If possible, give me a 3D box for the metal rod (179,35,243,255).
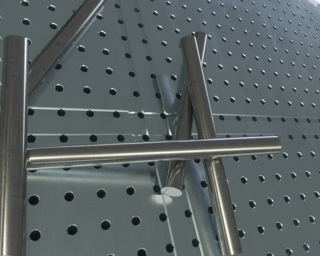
[{"bbox_3d":[0.063,0.009,0.414,0.025,0.025,0.299,2,68,-28],"label":"metal rod"}]

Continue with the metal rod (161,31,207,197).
[{"bbox_3d":[0.042,-0.042,0.458,0.025,0.025,0.300,24,53,-14],"label":"metal rod"}]

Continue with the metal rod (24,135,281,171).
[{"bbox_3d":[0.007,0.027,0.361,0.303,0.025,0.025,-2,62,-17],"label":"metal rod"}]

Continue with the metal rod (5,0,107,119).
[{"bbox_3d":[-0.134,-0.100,0.397,0.025,0.025,0.300,29,52,-11],"label":"metal rod"}]

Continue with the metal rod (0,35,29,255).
[{"bbox_3d":[-0.136,0.045,0.286,0.025,0.025,0.299,3,67,-27],"label":"metal rod"}]
